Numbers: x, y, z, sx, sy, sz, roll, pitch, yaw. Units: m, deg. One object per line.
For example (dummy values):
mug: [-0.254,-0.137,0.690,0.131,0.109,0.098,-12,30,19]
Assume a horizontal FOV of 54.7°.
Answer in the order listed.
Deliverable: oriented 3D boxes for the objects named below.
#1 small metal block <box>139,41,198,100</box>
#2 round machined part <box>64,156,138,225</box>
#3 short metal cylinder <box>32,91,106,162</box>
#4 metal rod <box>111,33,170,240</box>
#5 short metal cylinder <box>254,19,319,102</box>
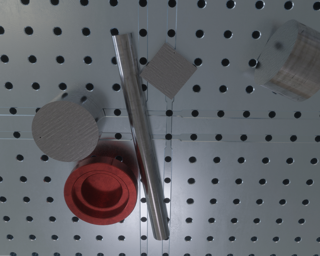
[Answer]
small metal block: [0.010,-0.072,0.387,0.050,0.025,0.050,36,106,-13]
round machined part: [-0.080,0.083,0.434,0.099,0.042,0.097,0,110,0]
short metal cylinder: [-0.114,-0.003,0.398,0.081,0.050,0.079,0,110,0]
metal rod: [-0.022,0.025,0.422,0.025,0.025,0.298,-9,110,3]
short metal cylinder: [0.154,-0.076,0.357,0.050,0.080,0.079,23,108,-8]
